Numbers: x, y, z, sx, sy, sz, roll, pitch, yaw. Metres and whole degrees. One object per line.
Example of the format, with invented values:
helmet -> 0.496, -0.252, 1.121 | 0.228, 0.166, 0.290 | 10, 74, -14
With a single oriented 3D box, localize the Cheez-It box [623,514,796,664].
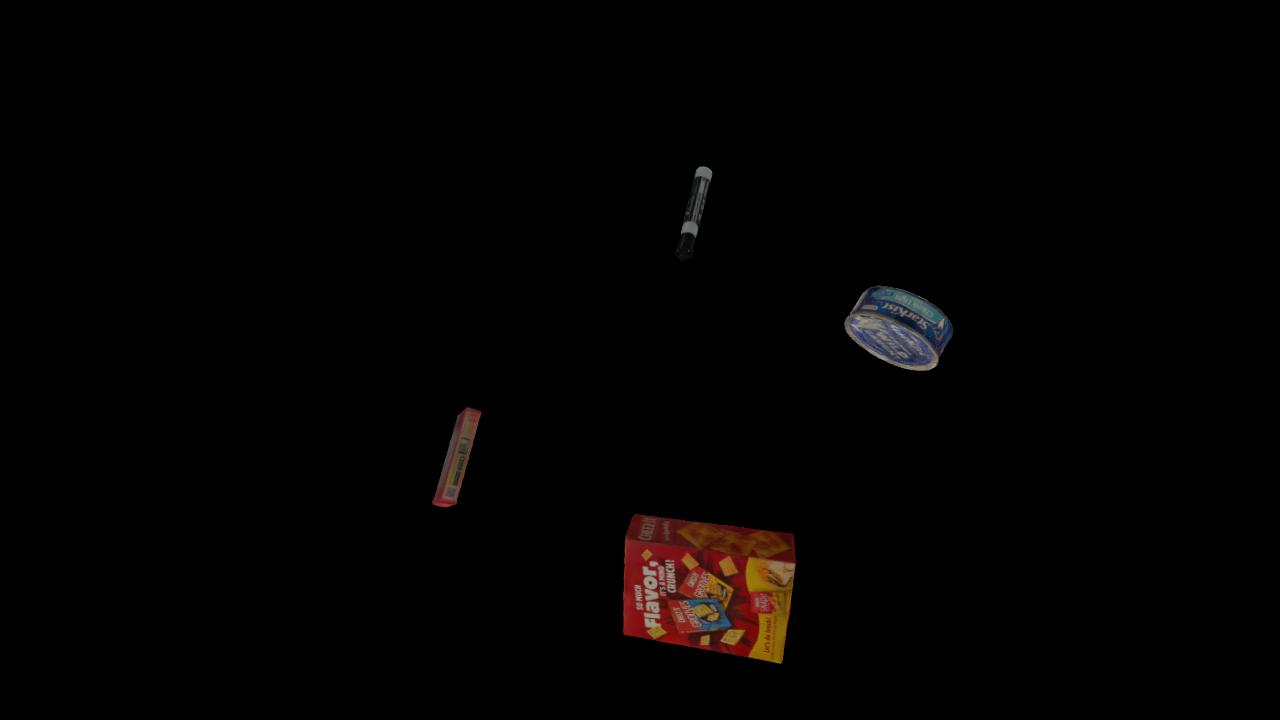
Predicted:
Cheez-It box -> 0.090, 0.308, 0.837 | 0.223, 0.166, 0.071 | 5, 20, 10

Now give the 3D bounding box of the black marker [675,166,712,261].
black marker -> 0.057, -0.155, 0.654 | 0.020, 0.121, 0.020 | 12, -27, 6

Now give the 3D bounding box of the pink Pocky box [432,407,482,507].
pink Pocky box -> -0.299, 0.160, 1.003 | 0.029, 0.155, 0.084 | 19, -23, -20

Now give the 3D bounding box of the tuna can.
tuna can -> 0.225, -0.027, 0.537 | 0.084, 0.034, 0.084 | 33, -10, 7
